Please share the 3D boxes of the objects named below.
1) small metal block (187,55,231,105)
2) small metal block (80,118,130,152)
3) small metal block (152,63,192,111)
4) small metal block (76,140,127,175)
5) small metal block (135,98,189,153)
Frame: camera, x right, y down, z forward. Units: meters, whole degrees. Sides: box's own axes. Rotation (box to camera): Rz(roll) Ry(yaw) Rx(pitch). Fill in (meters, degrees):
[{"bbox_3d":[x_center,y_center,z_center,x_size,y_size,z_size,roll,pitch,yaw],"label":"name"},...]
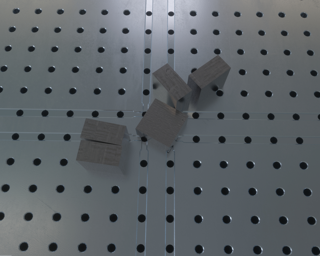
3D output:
[{"bbox_3d":[0.064,-0.064,0.422,0.050,0.050,0.025,-36,74,-12],"label":"small metal block"},{"bbox_3d":[-0.068,0.013,0.394,0.050,0.050,0.025,11,71,4],"label":"small metal block"},{"bbox_3d":[0.015,-0.050,0.417,0.025,0.050,0.050,-37,74,-12],"label":"small metal block"},{"bbox_3d":[-0.070,0.037,0.385,0.050,0.050,0.025,8,70,3],"label":"small metal block"},{"bbox_3d":[0.003,-0.003,0.413,0.050,0.025,0.050,29,73,10],"label":"small metal block"}]
